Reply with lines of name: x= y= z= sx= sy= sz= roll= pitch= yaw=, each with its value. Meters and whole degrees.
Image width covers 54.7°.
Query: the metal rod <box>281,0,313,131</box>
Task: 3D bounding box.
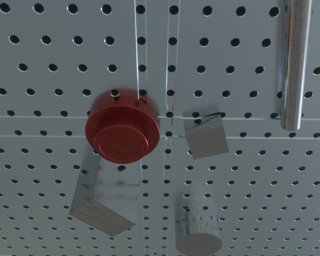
metal rod: x=0.141 y=-0.115 z=0.314 sx=0.025 sy=0.025 sz=0.299 roll=-10 pitch=130 yaw=8

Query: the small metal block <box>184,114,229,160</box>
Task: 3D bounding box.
small metal block: x=0.064 y=0.013 z=0.423 sx=0.050 sy=0.025 sz=0.050 roll=-13 pitch=129 yaw=11

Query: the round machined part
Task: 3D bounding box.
round machined part: x=-0.049 y=0.010 z=0.408 sx=0.099 sy=0.042 sz=0.097 roll=0 pitch=130 yaw=0

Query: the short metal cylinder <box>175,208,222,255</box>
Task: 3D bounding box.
short metal cylinder: x=0.067 y=0.188 z=0.556 sx=0.081 sy=0.050 sz=0.079 roll=0 pitch=130 yaw=0

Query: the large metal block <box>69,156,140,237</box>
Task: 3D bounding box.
large metal block: x=-0.079 y=0.102 z=0.461 sx=0.050 sy=0.080 sz=0.080 roll=-35 pitch=122 yaw=26
